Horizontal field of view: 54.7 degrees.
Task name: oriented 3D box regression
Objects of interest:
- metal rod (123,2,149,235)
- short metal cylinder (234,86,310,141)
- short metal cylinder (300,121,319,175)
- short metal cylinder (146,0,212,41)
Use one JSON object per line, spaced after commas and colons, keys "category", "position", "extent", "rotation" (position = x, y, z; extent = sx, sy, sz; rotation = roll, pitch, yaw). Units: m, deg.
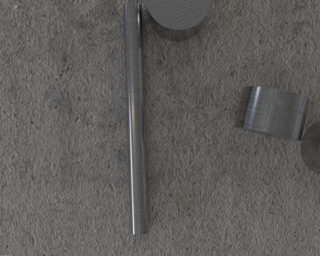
{"category": "metal rod", "position": [-0.031, -0.012, 0.409], "extent": [0.025, 0.025, 0.298], "rotation": [-2, 90, 0]}
{"category": "short metal cylinder", "position": [0.137, -0.017, 0.384], "extent": [0.080, 0.080, 0.050], "rotation": [13, 90, 0]}
{"category": "short metal cylinder", "position": [0.233, 0.028, 0.400], "extent": [0.081, 0.050, 0.080], "rotation": [0, 90, 0]}
{"category": "short metal cylinder", "position": [0.023, -0.158, 0.398], "extent": [0.081, 0.050, 0.080], "rotation": [0, 90, 0]}
